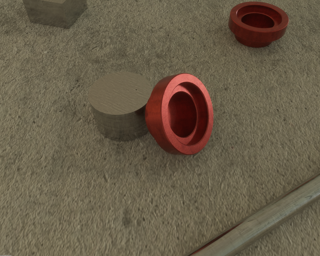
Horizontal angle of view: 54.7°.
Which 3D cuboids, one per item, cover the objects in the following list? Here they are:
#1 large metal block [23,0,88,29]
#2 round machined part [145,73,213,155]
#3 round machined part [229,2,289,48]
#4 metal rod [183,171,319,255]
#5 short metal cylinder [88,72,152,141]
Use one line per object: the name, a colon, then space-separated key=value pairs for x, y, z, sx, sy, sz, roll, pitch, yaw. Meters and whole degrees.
large metal block: x=-0.195 y=-0.236 z=0.584 sx=0.080 sy=0.050 sz=0.080 roll=13 pitch=51 yaw=10
round machined part: x=0.020 y=-0.016 z=0.381 sx=0.042 sy=0.098 sz=0.098 roll=-4 pitch=39 yaw=44
round machined part: x=0.169 y=-0.178 z=0.543 sx=0.099 sy=0.042 sz=0.098 roll=0 pitch=50 yaw=0
metal rod: x=0.127 y=0.088 z=0.330 sx=0.302 sy=0.025 sz=0.025 roll=-24 pitch=54 yaw=-19
short metal cylinder: x=-0.049 y=-0.030 z=0.410 sx=0.080 sy=0.050 sz=0.080 roll=-1 pitch=49 yaw=1
